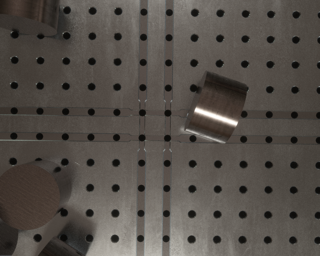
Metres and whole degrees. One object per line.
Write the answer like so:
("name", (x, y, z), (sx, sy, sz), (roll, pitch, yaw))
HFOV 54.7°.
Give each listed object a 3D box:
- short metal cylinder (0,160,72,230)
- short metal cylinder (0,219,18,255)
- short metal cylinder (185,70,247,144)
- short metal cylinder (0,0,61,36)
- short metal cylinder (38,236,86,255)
("short metal cylinder", (-0.161, 0.083, 0.399), (0.081, 0.050, 0.079), (0, 90, -1))
("short metal cylinder", (-0.220, 0.128, 0.383), (0.050, 0.080, 0.080), (-14, 90, 0))
("short metal cylinder", (0.068, -0.026, 0.387), (0.050, 0.080, 0.080), (19, 90, 0))
("short metal cylinder", (-0.167, -0.151, 0.384), (0.081, 0.080, 0.050), (6, 90, -1))
("short metal cylinder", (-0.135, 0.184, 0.384), (0.050, 0.080, 0.080), (34, 90, 0))
